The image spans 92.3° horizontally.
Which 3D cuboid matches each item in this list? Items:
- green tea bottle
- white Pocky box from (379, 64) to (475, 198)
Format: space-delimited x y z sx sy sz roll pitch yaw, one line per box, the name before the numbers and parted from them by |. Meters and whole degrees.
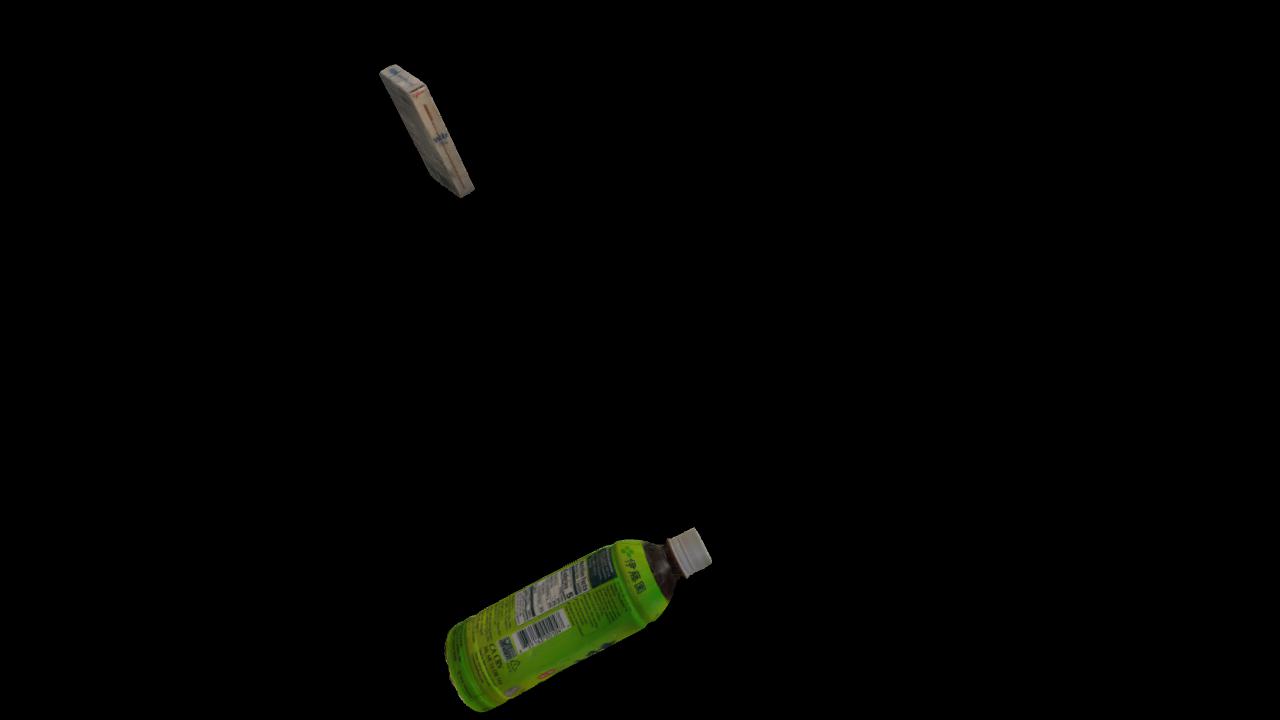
green tea bottle | -0.043 0.193 0.480 0.212 0.073 0.073 -27 0 1
white Pocky box | -0.269 -0.287 0.783 0.084 0.028 0.154 40 -21 32
